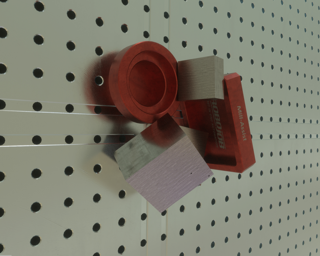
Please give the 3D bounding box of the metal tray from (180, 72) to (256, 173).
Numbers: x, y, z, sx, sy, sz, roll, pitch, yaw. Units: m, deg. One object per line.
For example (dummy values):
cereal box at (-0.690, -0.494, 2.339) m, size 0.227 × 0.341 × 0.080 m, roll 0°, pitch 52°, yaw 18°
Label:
metal tray at (0.077, -0.006, 0.434) m, size 0.030 × 0.090 × 0.129 m, roll -23°, pitch 105°, yaw -38°

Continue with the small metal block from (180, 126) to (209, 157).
small metal block at (0.037, 0.026, 0.436) m, size 0.050 × 0.025 × 0.050 m, roll 14°, pitch 86°, yaw -28°

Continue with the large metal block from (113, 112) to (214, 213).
large metal block at (0.005, 0.043, 0.370) m, size 0.080 × 0.050 × 0.080 m, roll -37°, pitch 130°, yaw 0°

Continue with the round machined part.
round machined part at (-0.021, -0.054, 0.382) m, size 0.099 × 0.042 × 0.097 m, roll 0°, pitch 90°, yaw -40°

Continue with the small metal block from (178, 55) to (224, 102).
small metal block at (0.051, -0.059, 0.384) m, size 0.025 × 0.050 × 0.050 m, roll 0°, pitch 89°, yaw -55°
